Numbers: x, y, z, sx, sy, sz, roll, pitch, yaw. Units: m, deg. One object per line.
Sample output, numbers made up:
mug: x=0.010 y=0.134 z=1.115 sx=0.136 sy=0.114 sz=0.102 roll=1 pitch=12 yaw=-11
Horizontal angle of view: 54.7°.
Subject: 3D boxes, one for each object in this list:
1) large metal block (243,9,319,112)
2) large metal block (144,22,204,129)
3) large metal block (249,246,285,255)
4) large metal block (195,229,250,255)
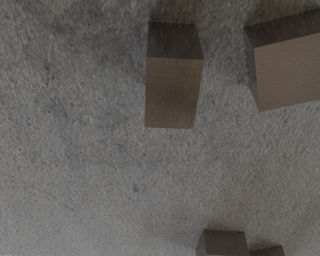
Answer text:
large metal block: x=0.139 y=-0.071 z=0.333 sx=0.080 sy=0.050 sz=0.080 roll=-12 pitch=129 yaw=9
large metal block: x=0.011 y=-0.056 z=0.324 sx=0.050 sy=0.080 sz=0.079 roll=2 pitch=130 yaw=-2
large metal block: x=0.226 y=0.296 z=0.646 sx=0.080 sy=0.050 sz=0.080 roll=-17 pitch=129 yaw=13
large metal block: x=0.118 y=0.243 z=0.600 sx=0.081 sy=0.050 sz=0.079 roll=5 pitch=130 yaw=-5
